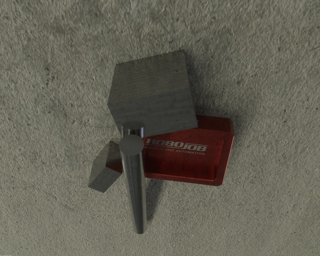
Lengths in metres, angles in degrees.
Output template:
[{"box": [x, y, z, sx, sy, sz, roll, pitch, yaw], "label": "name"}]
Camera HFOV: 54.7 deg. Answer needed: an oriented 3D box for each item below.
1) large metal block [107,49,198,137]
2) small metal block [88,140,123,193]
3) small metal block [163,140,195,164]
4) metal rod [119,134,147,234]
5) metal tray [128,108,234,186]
[{"box": [-0.006, -0.037, 0.339, 0.080, 0.080, 0.050, -11, 129, 8], "label": "large metal block"}, {"box": [-0.075, 0.055, 0.436, 0.025, 0.050, 0.050, 28, 124, -22], "label": "small metal block"}, {"box": [0.029, 0.028, 0.432, 0.050, 0.025, 0.050, 20, 127, -17], "label": "small metal block"}, {"box": [-0.032, 0.098, 0.437, 0.025, 0.025, 0.299, 1, 147, -1], "label": "metal rod"}, {"box": [0.020, 0.026, 0.392, 0.131, 0.030, 0.089, 6, 127, 4], "label": "metal tray"}]
